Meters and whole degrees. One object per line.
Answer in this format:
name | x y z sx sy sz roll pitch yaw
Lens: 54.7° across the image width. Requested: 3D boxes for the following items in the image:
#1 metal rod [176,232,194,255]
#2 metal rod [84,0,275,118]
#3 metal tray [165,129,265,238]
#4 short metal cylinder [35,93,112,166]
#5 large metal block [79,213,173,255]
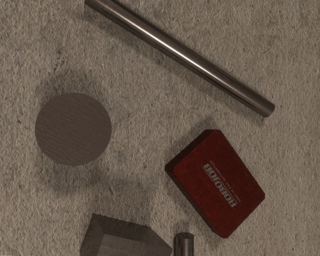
metal rod | 0.034 0.296 0.423 0.025 0.025 0.298 0 90 -20
metal rod | 0.040 -0.095 0.424 0.301 0.025 0.025 28 81 -18
metal tray | 0.080 0.077 0.437 0.090 0.030 0.130 -40 103 -16
short metal cylinder | -0.101 0.001 0.359 0.081 0.050 0.079 0 90 -21
large metal block | -0.043 0.145 0.365 0.080 0.080 0.050 20 83 -19
